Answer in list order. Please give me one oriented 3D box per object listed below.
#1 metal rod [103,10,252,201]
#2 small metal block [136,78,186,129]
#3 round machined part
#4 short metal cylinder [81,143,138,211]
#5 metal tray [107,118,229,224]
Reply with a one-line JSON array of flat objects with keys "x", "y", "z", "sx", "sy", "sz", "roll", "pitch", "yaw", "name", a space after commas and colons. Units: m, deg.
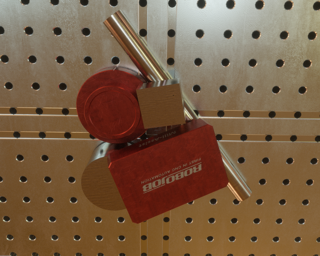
[{"x": 0.032, "y": -0.017, "z": 0.403, "sx": 0.025, "sy": 0.025, "sz": 0.300, "roll": -35, "pitch": 107, "yaw": 12, "name": "metal rod"}, {"x": 0.003, "y": -0.030, "z": 0.373, "sx": 0.050, "sy": 0.025, "sz": 0.050, "roll": -8, "pitch": 113, "yaw": 8, "name": "small metal block"}, {"x": -0.057, "y": -0.024, "z": 0.390, "sx": 0.099, "sy": 0.042, "sz": 0.097, "roll": 0, "pitch": 110, "yaw": 1, "name": "round machined part"}, {"x": -0.060, "y": 0.063, "z": 0.418, "sx": 0.081, "sy": 0.050, "sz": 0.079, "roll": 0, "pitch": 110, "yaw": 0, "name": "short metal cylinder"}, {"x": 0.011, "y": 0.053, "z": 0.385, "sx": 0.131, "sy": 0.030, "sz": 0.090, "roll": -21, "pitch": 110, "yaw": -6, "name": "metal tray"}]
